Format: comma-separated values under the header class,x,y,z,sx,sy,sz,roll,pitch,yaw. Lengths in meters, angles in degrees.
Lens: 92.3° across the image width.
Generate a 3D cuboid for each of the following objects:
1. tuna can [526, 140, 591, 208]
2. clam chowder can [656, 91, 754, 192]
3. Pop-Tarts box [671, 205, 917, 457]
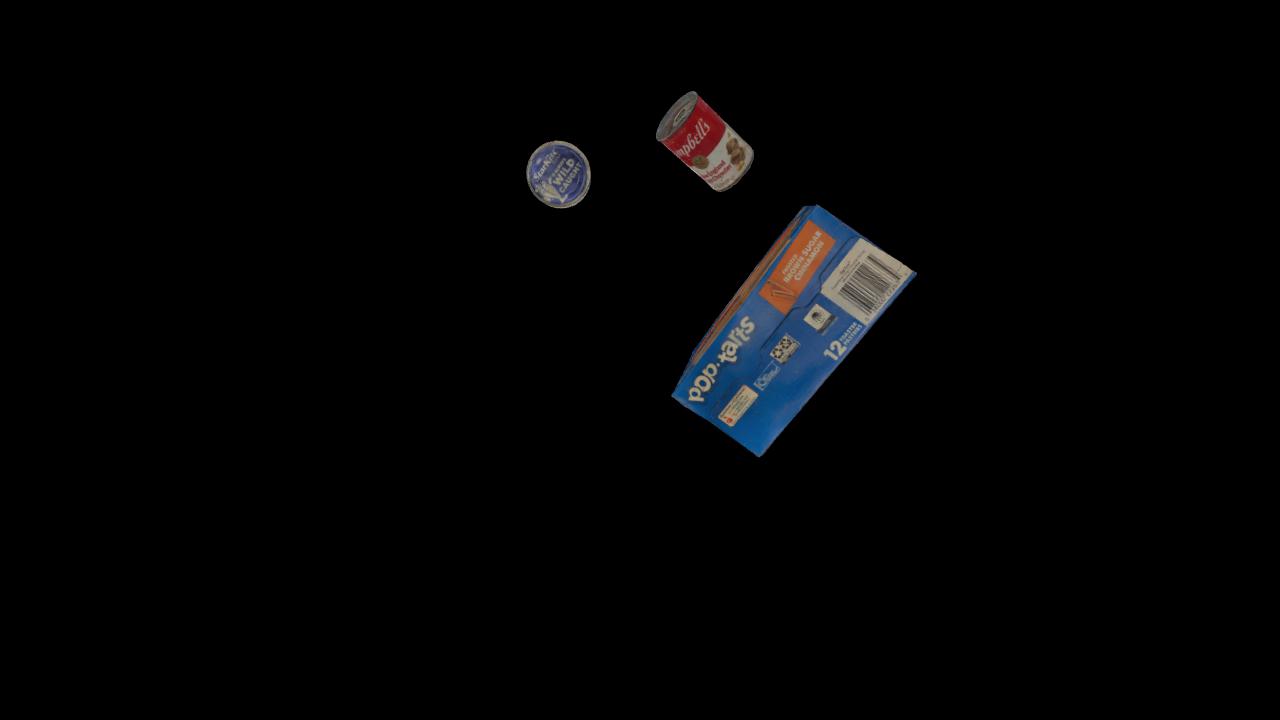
class,x,y,z,sx,sy,sz,roll,pitch,yaw
tuna can,-0.107,-0.245,0.816,0.084,0.084,0.034,0,9,-2
clam chowder can,0.078,-0.257,0.730,0.102,0.068,0.068,32,-17,-29
Pop-Tarts box,0.112,-0.031,0.483,0.083,0.167,0.141,37,18,1
